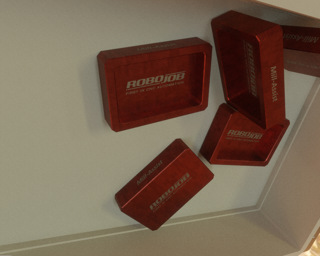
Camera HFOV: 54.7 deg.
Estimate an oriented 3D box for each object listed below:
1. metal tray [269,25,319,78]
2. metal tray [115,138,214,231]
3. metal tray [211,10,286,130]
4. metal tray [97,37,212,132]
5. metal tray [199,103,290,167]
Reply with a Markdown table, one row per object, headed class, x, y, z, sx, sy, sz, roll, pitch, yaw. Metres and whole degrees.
| class | x | y | z | sx | sy | sz | roll | pitch | yaw |
| --- | --- | --- | --- | --- | --- | --- | --- | --- | --- |
| metal tray | 0.199 | -0.093 | 0.392 | 0.091 | 0.130 | 0.030 | 21 | 97 | -37 |
| metal tray | 0.009 | 0.088 | 0.467 | 0.130 | 0.030 | 0.090 | -43 | 130 | 1 |
| metal tray | 0.110 | -0.071 | 0.384 | 0.030 | 0.090 | 0.129 | -29 | 129 | -11 |
| metal tray | -0.003 | -0.053 | 0.371 | 0.131 | 0.030 | 0.089 | -15 | 125 | -21 |
| metal tray | 0.136 | 0.015 | 0.490 | 0.131 | 0.030 | 0.089 | 6 | 115 | -32 |
